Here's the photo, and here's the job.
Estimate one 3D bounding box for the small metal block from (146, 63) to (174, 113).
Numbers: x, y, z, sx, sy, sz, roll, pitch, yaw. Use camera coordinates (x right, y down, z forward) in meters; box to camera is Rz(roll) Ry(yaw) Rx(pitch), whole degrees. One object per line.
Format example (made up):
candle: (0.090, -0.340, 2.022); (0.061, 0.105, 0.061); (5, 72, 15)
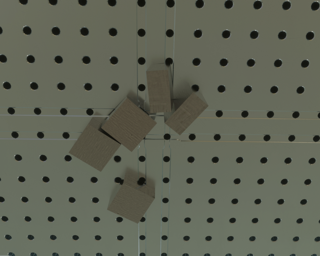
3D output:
small metal block: (0.001, -0.050, 0.380); (0.025, 0.050, 0.050); (-3, 110, 7)

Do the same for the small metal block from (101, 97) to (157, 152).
small metal block: (-0.041, -0.006, 0.406); (0.050, 0.025, 0.050); (40, 93, -14)

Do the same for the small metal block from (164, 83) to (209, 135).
small metal block: (0.031, -0.025, 0.391); (0.025, 0.050, 0.050); (39, 105, -14)

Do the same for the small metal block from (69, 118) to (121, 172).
small metal block: (-0.086, 0.023, 0.421); (0.050, 0.025, 0.050); (34, 107, -12)

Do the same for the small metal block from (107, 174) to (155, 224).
small metal block: (-0.042, 0.104, 0.451); (0.050, 0.025, 0.050); (28, 107, -11)
